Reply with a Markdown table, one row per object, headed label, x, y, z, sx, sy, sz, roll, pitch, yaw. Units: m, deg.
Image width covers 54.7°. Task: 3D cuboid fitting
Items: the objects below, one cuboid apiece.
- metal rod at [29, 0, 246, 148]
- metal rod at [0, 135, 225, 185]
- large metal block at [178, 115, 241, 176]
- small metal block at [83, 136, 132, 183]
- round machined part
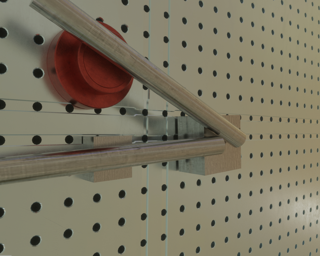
| label | x | y | z | sx | sy | sz | roll | pitch | yaw |
| --- | --- | --- | --- | --- | --- | --- | --- | --- | --- |
| metal rod | 0.001 | -0.050 | 0.349 | 0.301 | 0.025 | 0.025 | 31 | 70 | -33 |
| metal rod | -0.054 | 0.032 | 0.330 | 0.303 | 0.025 | 0.025 | -4 | 93 | -30 |
| large metal block | 0.073 | 0.022 | 0.453 | 0.081 | 0.050 | 0.079 | -3 | 92 | -40 |
| small metal block | -0.061 | 0.034 | 0.361 | 0.050 | 0.025 | 0.050 | -1 | 91 | -40 |
| round machined part | -0.068 | -0.070 | 0.342 | 0.099 | 0.042 | 0.097 | 0 | 90 | -40 |
